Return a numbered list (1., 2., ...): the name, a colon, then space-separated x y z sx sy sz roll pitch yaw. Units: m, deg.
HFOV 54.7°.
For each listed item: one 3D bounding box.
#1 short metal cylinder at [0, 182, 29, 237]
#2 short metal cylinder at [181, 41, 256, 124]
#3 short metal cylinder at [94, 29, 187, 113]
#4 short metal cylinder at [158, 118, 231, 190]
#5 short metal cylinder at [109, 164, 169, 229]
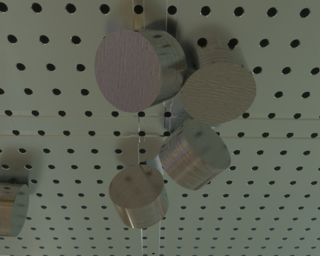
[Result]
1. short metal cylinder: -0.242 0.125 0.478 0.050 0.080 0.079 7 130 -6
2. short metal cylinder: 0.063 -0.051 0.353 0.081 0.050 0.079 0 130 0
3. short metal cylinder: -0.020 -0.060 0.319 0.080 0.050 0.079 11 111 29
4. short metal cylinder: 0.045 0.034 0.405 0.080 0.080 0.050 29 124 -23
5. short metal cylinder: -0.030 0.101 0.461 0.080 0.080 0.050 -7 130 6
